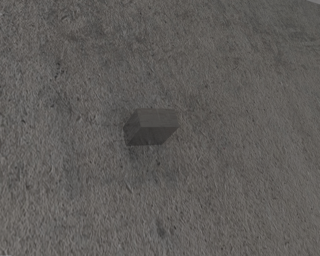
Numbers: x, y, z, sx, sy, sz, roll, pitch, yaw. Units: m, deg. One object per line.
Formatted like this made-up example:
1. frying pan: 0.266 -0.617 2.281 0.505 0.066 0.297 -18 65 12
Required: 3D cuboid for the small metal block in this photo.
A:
1. small metal block: -0.012 0.000 0.381 0.050 0.050 0.025 0 62 -28
